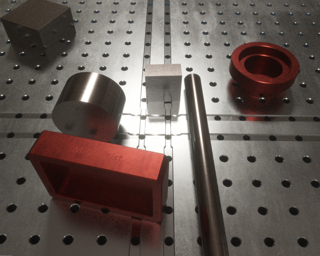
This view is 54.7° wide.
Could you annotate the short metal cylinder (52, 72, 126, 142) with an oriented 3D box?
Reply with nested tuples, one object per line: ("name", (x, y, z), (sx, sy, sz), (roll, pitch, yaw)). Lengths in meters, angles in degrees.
("short metal cylinder", (-0.088, -0.024, 0.391), (0.080, 0.080, 0.050), (6, 50, 4))

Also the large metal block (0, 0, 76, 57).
("large metal block", (-0.208, -0.178, 0.538), (0.080, 0.050, 0.080), (21, 53, 16))

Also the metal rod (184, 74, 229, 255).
("metal rod", (0.052, 0.042, 0.373), (0.025, 0.025, 0.300), (-1, 50, -1))

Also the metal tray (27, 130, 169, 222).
("metal tray", (-0.058, 0.052, 0.320), (0.131, 0.089, 0.030), (11, 51, 8))

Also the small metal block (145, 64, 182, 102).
("small metal block", (0.004, -0.064, 0.445), (0.050, 0.050, 0.025), (-2, 50, -2))

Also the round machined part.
("round machined part", (0.154, -0.085, 0.470), (0.099, 0.042, 0.098), (0, 50, 0))
